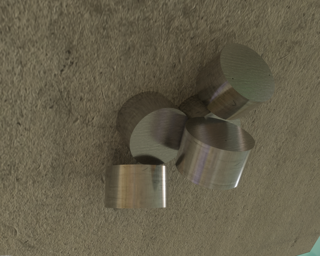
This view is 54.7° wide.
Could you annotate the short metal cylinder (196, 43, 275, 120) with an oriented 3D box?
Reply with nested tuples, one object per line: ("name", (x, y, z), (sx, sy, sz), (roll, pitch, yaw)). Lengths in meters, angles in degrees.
("short metal cylinder", (0.092, -0.056, 0.381), (0.081, 0.080, 0.050), (0, 156, -29))

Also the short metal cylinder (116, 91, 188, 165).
("short metal cylinder", (-0.009, 0.000, 0.388), (0.081, 0.050, 0.079), (-14, 125, -21))

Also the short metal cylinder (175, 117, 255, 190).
("short metal cylinder", (0.063, 0.027, 0.360), (0.081, 0.080, 0.050), (-2, 119, -28))

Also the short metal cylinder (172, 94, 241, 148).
("short metal cylinder", (0.062, -0.001, 0.427), (0.081, 0.050, 0.079), (-14, 125, -21))

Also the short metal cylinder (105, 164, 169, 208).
("short metal cylinder", (-0.029, 0.075, 0.396), (0.081, 0.080, 0.050), (7, 76, -32))
